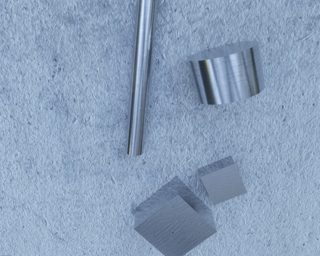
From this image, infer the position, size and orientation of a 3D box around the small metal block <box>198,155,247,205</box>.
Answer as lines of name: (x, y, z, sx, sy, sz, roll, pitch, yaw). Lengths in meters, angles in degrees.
small metal block: (0.088, 0.074, 0.439, 0.050, 0.025, 0.050, -24, 109, 8)

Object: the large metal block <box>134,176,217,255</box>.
large metal block: (0.021, 0.131, 0.445, 0.080, 0.050, 0.080, -40, 106, 13)

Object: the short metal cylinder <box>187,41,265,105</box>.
short metal cylinder: (0.076, -0.065, 0.358, 0.080, 0.080, 0.050, -14, 110, 5)

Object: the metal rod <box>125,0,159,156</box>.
metal rod: (-0.019, -0.107, 0.370, 0.025, 0.025, 0.298, 6, 110, -3)
